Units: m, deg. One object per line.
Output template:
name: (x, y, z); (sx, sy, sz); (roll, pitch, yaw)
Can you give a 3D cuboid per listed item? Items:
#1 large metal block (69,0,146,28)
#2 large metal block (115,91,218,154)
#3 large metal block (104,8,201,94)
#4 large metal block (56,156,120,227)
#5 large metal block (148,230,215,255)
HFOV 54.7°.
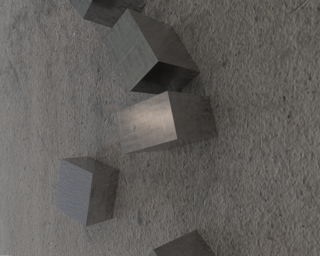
large metal block: (-0.081, -0.187, 0.436); (0.050, 0.081, 0.080); (-52, 60, 28)
large metal block: (0.008, -0.004, 0.362); (0.080, 0.081, 0.050); (-18, 79, 38)
large metal block: (-0.009, -0.088, 0.377); (0.050, 0.081, 0.080); (-42, 65, 32)
large metal block: (-0.114, 0.095, 0.483); (0.080, 0.050, 0.079); (15, 100, 39)
large metal block: (0.029, 0.172, 0.345); (0.080, 0.081, 0.050); (49, 119, 29)
